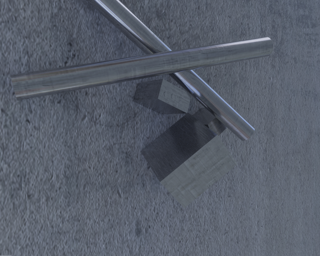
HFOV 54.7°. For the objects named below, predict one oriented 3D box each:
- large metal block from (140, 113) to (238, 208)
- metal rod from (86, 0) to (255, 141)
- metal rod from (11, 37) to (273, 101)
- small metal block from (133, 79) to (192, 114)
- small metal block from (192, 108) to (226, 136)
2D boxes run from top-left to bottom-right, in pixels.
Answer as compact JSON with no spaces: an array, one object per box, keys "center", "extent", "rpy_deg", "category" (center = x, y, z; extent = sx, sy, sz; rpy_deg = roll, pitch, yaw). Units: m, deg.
[{"center":[0.032,0.036,0.380],"extent":[0.080,0.080,0.050],"rpy_deg":[-39,118,-2],"category":"large metal block"},{"center":[0.012,-0.081,0.378],"extent":[0.301,0.025,0.025],"rpy_deg":[39,66,-21],"category":"metal rod"},{"center":[0.000,-0.071,0.346],"extent":[0.302,0.025,0.025],"rpy_deg":[-14,100,-21],"category":"metal rod"},{"center":[0.003,-0.038,0.393],"extent":[0.050,0.050,0.025],"rpy_deg":[23,76,-38],"category":"small metal block"},{"center":[0.068,-0.007,0.448],"extent":[0.050,0.050,0.025],"rpy_deg":[-39,115,-34],"category":"small metal block"}]
